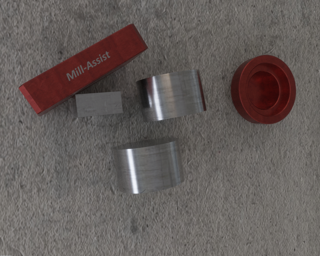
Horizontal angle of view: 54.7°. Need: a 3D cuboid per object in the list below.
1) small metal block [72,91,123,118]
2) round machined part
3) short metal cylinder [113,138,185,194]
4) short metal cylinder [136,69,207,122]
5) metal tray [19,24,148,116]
[{"bbox_3d":[-0.076,-0.027,0.368,0.050,0.050,0.025,-7,93,-20],"label":"small metal block"},{"bbox_3d":[0.146,-0.054,0.454,0.099,0.042,0.097,0,90,-20],"label":"round machined part"},{"bbox_3d":[-0.013,0.043,0.375,0.081,0.080,0.050,-9,94,-20],"label":"short metal cylinder"},{"bbox_3d":[0.014,-0.039,0.385,0.081,0.080,0.050,-12,95,-20],"label":"short metal cylinder"},{"bbox_3d":[-0.085,-0.061,0.343,0.131,0.090,0.030,-35,102,-17],"label":"metal tray"}]
